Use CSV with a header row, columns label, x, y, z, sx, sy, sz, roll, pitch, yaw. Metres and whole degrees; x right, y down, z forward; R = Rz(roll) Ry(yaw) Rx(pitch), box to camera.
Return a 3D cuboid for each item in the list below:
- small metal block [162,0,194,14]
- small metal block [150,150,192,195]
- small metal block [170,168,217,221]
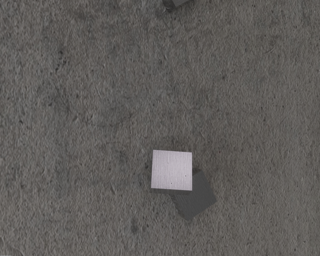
label,x,y,z,sx,sy,sz,roll,pitch,yaw
small metal block,0.024,-0.192,0.417,0.050,0.025,0.050,-34,101,-17
small metal block,0.014,0.057,0.398,0.050,0.025,0.050,5,64,-4
small metal block,0.043,0.090,0.425,0.050,0.025,0.050,-28,100,-18
